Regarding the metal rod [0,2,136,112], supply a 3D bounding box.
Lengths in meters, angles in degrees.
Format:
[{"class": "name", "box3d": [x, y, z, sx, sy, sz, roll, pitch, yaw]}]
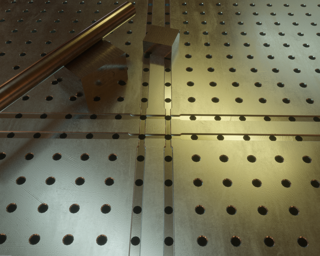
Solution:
[{"class": "metal rod", "box3d": [-0.134, -0.098, 0.423, 0.025, 0.025, 0.301, 28, 55, 21]}]

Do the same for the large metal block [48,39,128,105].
[{"class": "large metal block", "box3d": [-0.107, -0.093, 0.468, 0.080, 0.050, 0.080, 36, 58, 26]}]

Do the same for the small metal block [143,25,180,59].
[{"class": "small metal block", "box3d": [0.003, -0.149, 0.533, 0.050, 0.025, 0.050, 14, 51, 11]}]
